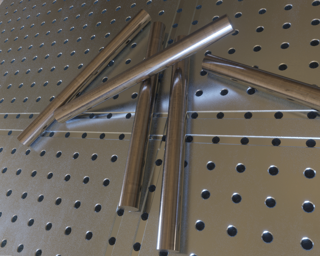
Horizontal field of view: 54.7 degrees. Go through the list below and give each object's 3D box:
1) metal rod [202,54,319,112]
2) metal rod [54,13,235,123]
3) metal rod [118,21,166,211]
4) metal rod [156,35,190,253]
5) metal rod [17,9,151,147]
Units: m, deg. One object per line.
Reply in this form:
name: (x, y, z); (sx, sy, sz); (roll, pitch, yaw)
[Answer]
metal rod: (0.171, -0.032, 0.338); (0.300, 0.025, 0.025); (29, 78, 37)
metal rod: (-0.038, -0.074, 0.440); (0.300, 0.025, 0.025); (-24, 53, 25)
metal rod: (-0.020, -0.035, 0.438); (0.025, 0.025, 0.299); (-6, 59, 24)
metal rod: (0.021, -0.002, 0.396); (0.025, 0.025, 0.299); (-8, 58, 23)
metal rod: (-0.125, -0.088, 0.525); (0.300, 0.025, 0.025); (-48, 52, -6)
